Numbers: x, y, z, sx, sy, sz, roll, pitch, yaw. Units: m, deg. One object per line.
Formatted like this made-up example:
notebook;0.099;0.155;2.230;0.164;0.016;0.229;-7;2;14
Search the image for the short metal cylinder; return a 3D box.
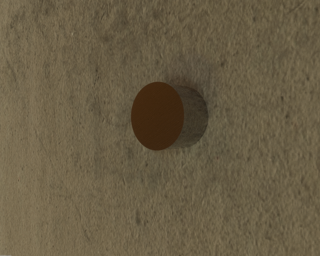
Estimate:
short metal cylinder;0.011;-0.014;0.378;0.080;0.050;0.079;0;90;39
